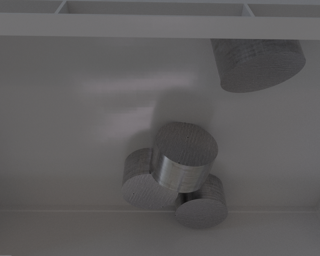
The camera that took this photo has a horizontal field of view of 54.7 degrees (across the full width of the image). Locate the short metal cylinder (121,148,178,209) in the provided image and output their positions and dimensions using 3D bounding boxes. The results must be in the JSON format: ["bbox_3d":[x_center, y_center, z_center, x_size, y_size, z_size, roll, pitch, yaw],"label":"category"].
[{"bbox_3d":[-0.014,0.075,0.456,0.081,0.050,0.079,0,130,0],"label":"short metal cylinder"}]

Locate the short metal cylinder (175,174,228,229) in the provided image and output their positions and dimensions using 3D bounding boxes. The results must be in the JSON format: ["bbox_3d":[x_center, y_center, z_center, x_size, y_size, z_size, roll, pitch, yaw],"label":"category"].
[{"bbox_3d":[0.063,0.116,0.492,0.081,0.050,0.079,0,130,0],"label":"short metal cylinder"}]

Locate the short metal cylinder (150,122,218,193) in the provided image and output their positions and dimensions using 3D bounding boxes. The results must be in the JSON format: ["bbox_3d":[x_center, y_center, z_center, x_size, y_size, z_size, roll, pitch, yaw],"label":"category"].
[{"bbox_3d":[0.030,0.037,0.405,0.081,0.080,0.050,8,130,-7],"label":"short metal cylinder"}]

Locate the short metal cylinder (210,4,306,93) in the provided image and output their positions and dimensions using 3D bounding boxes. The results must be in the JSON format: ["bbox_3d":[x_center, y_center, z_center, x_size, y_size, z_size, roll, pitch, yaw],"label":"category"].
[{"bbox_3d":[0.094,-0.075,0.307,0.081,0.050,0.080,-9,162,-3],"label":"short metal cylinder"}]
